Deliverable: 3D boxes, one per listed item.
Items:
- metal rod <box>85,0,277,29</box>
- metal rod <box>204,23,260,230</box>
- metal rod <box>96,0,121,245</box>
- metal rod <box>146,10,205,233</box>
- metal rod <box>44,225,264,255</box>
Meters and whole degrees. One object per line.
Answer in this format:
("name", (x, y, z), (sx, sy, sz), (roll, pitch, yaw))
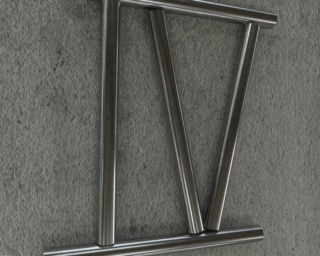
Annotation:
("metal rod", (0.029, -0.167, 0.422), (0.303, 0.025, 0.025), (1, 90, -21))
("metal rod", (0.104, -0.005, 0.449), (0.025, 0.025, 0.298), (14, 85, -20))
("metal rod", (-0.064, -0.008, 0.386), (0.025, 0.025, 0.298), (1, 90, -20))
("metal rod", (0.021, -0.006, 0.418), (0.025, 0.025, 0.298), (-12, 94, -20))
("metal rod", (0.006, 0.155, 0.413), (0.303, 0.025, 0.025), (1, 90, -21))
